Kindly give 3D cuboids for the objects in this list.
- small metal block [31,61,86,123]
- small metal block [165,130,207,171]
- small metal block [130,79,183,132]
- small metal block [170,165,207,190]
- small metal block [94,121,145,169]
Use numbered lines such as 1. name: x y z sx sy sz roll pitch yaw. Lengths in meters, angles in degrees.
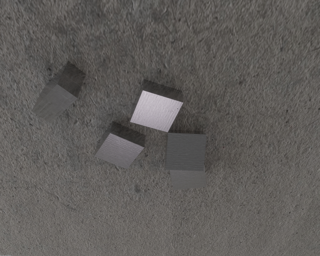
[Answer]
1. small metal block: -0.115 -0.041 0.354 0.050 0.050 0.025 -37 121 27
2. small metal block: 0.034 0.030 0.418 0.050 0.025 0.050 3 100 -3
3. small metal block: -0.005 -0.027 0.384 0.050 0.025 0.050 16 128 -13
4. small metal block: 0.042 0.065 0.463 0.050 0.025 0.050 -7 130 5
5. small metal block: -0.055 0.024 0.427 0.050 0.025 0.050 25 126 -20
